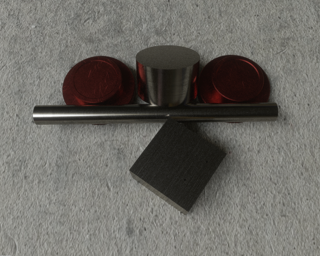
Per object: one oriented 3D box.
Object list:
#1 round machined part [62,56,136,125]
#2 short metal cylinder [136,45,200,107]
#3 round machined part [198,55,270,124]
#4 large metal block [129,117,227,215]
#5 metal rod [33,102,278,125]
[{"bbox_3d":[-0.083,-0.056,0.420,0.099,0.042,0.098,0,70,0],"label":"round machined part"},{"bbox_3d":[0.010,-0.069,0.402,0.080,0.050,0.080,0,35,0],"label":"short metal cylinder"},{"bbox_3d":[0.102,-0.059,0.423,0.099,0.042,0.098,0,70,0],"label":"round machined part"},{"bbox_3d":[0.021,0.047,0.377,0.080,0.050,0.080,34,73,11],"label":"large metal block"},{"bbox_3d":[-0.005,-0.019,0.394,0.302,0.025,0.025,-1,70,-1],"label":"metal rod"}]
